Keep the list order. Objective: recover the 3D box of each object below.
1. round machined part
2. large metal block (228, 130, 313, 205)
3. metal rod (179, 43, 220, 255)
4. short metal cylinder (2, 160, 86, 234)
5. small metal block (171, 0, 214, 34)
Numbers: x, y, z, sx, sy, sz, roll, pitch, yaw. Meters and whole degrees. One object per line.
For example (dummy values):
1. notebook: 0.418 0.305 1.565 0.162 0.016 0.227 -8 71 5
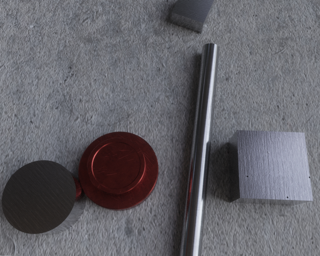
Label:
1. round machined part: -0.051 0.050 0.380 0.099 0.042 0.098 0 70 -1
2. large metal block: 0.130 0.050 0.378 0.081 0.050 0.080 2 70 0
3. metal rod: 0.053 0.023 0.400 0.025 0.025 0.299 8 70 2
4. short metal cylinder: -0.133 0.083 0.363 0.081 0.050 0.080 0 70 0
5. small metal block: 0.050 -0.179 0.474 0.050 0.025 0.050 22 71 7
